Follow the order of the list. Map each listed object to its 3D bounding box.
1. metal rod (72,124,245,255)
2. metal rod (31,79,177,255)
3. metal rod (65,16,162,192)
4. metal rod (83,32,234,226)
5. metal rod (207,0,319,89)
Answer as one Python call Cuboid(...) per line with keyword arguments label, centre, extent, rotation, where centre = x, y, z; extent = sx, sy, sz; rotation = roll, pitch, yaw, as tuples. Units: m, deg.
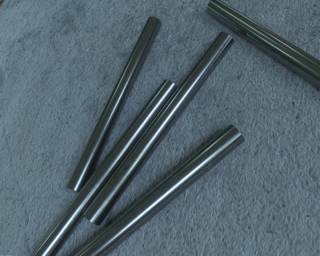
Cuboid(label="metal rod", centre=(-0.027, 0.101, 0.355), extent=(0.300, 0.025, 0.025), rotation=(-40, 51, 1))
Cuboid(label="metal rod", centre=(-0.071, 0.059, 0.405), extent=(0.025, 0.025, 0.300), rotation=(28, 77, 37))
Cuboid(label="metal rod", centre=(-0.062, -0.047, 0.464), extent=(0.025, 0.025, 0.300), rotation=(9, 66, 32))
Cuboid(label="metal rod", centre=(0.004, -0.006, 0.405), extent=(0.025, 0.025, 0.300), rotation=(29, 77, 37))
Cuboid(label="metal rod", centre=(0.153, -0.094, 0.380), extent=(0.025, 0.025, 0.300), rotation=(-39, 51, 2))
